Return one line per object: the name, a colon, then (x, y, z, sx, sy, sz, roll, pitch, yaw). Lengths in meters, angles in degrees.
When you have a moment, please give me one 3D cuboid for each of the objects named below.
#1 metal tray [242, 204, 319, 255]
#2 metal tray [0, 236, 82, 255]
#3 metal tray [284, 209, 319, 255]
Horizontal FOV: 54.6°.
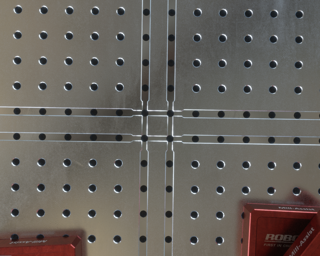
metal tray: (0.179, 0.152, 0.411, 0.131, 0.030, 0.090, 3, 90, 0)
metal tray: (-0.172, 0.195, 0.409, 0.131, 0.030, 0.090, -3, 90, 0)
metal tray: (0.209, 0.169, 0.381, 0.090, 0.030, 0.130, 38, 90, 0)
